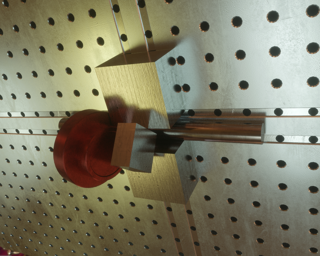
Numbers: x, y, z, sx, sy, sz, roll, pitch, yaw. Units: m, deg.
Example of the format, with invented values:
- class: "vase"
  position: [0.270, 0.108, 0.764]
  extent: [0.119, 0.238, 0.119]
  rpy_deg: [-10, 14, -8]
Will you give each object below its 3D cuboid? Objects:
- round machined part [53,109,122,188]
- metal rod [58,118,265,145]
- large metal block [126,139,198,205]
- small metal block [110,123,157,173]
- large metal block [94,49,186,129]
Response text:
- class: "round machined part"
  position: [-0.077, 0.028, 0.384]
  extent: [0.042, 0.099, 0.097]
  rpy_deg: [13, 125, 38]
- class: "metal rod"
  position: [-0.017, 0.001, 0.421]
  extent: [0.300, 0.025, 0.025]
  rpy_deg: [2, 120, 27]
- class: "large metal block"
  position: [0.001, 0.053, 0.428]
  extent: [0.080, 0.050, 0.080]
  rpy_deg: [1, 119, 27]
- class: "small metal block"
  position: [-0.030, 0.025, 0.369]
  extent: [0.025, 0.050, 0.050]
  rpy_deg: [1, 75, 28]
- class: "large metal block"
  position: [-0.022, -0.046, 0.378]
  extent: [0.080, 0.050, 0.080]
  rpy_deg: [1, 119, 28]
